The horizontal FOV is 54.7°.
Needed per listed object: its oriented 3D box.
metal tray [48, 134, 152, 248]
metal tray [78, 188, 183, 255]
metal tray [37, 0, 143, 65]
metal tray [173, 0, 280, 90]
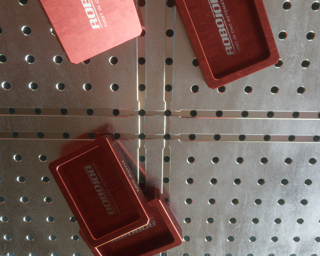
[{"bbox_3d":[-0.080,0.084,0.421,0.090,0.030,0.130,-27,92,8],"label":"metal tray"},{"bbox_3d":[-0.042,0.155,0.467,0.130,0.030,0.090,-24,109,8],"label":"metal tray"},{"bbox_3d":[-0.080,-0.142,0.318,0.090,0.030,0.129,-29,131,-12],"label":"metal tray"},{"bbox_3d":[0.077,-0.122,0.366,0.090,0.030,0.129,-23,109,7],"label":"metal tray"}]
